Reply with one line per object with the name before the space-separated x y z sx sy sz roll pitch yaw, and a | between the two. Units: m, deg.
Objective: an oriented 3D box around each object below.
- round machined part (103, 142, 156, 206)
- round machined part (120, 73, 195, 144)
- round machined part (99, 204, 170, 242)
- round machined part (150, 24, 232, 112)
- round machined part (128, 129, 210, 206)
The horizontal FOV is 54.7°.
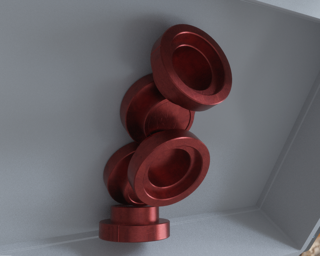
round machined part | -0.024 0.069 0.426 0.099 0.042 0.097 -14 125 -21
round machined part | 0.004 -0.017 0.388 0.099 0.042 0.097 -14 125 -21
round machined part | -0.035 0.130 0.435 0.099 0.098 0.042 6 78 -32
round machined part | 0.031 -0.064 0.351 0.099 0.098 0.042 7 157 -32
round machined part | 0.007 0.043 0.372 0.099 0.042 0.097 -14 125 -21
